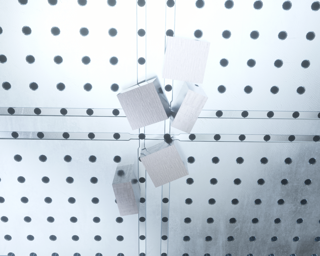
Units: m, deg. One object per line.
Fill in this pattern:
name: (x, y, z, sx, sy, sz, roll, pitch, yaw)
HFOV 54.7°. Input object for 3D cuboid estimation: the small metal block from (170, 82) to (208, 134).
small metal block: (0.034, -0.027, 0.391, 0.025, 0.050, 0.050, 23, 108, -9)

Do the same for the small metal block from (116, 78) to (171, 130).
small metal block: (-0.019, -0.031, 0.396, 0.050, 0.025, 0.050, -18, 107, 18)

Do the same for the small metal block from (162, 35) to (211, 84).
small metal block: (0.031, -0.085, 0.383, 0.050, 0.025, 0.050, 8, 110, -4)

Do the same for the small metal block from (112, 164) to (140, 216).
small metal block: (-0.045, 0.085, 0.431, 0.025, 0.050, 0.050, -10, 110, 3)

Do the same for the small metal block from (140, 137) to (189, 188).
small metal block: (0.006, 0.048, 0.431, 0.050, 0.025, 0.050, -23, 109, 8)
